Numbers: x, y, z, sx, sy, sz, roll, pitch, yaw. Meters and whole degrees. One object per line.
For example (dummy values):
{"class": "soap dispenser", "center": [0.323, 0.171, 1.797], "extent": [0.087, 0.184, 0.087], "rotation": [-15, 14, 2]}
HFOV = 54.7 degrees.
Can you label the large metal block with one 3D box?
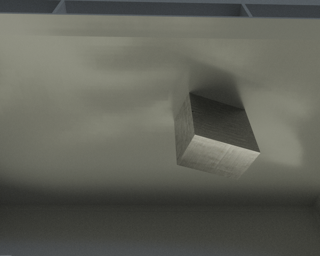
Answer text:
{"class": "large metal block", "center": [0.066, 0.009, 0.382], "extent": [0.081, 0.080, 0.050], "rotation": [16, 128, -13]}
